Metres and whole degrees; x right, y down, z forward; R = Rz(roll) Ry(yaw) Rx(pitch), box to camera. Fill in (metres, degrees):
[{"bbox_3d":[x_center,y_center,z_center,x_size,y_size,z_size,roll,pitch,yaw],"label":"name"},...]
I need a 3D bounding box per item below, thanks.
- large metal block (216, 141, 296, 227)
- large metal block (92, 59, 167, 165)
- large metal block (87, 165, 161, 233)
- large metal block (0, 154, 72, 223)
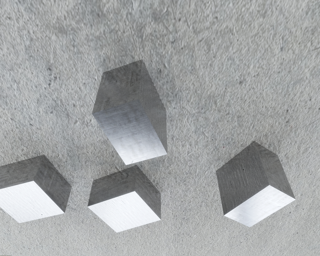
[{"bbox_3d":[0.131,0.080,0.440,0.050,0.080,0.080,29,124,-23],"label":"large metal block"},{"bbox_3d":[-0.030,-0.018,0.355,0.050,0.080,0.080,-16,128,13],"label":"large metal block"},{"bbox_3d":[-0.053,0.113,0.486,0.080,0.050,0.080,-21,127,17],"label":"large metal block"},{"bbox_3d":[-0.195,0.094,0.469,0.080,0.050,0.080,-15,129,12],"label":"large metal block"}]
